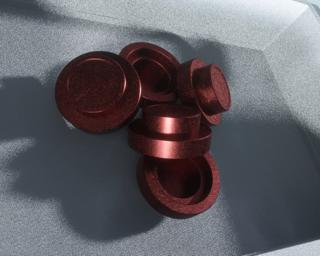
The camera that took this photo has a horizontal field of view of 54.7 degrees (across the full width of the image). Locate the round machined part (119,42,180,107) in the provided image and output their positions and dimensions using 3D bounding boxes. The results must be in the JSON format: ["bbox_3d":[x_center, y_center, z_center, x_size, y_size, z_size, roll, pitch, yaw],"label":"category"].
[{"bbox_3d":[-0.017,-0.065,0.422,0.099,0.042,0.098,14,56,-21],"label":"round machined part"}]

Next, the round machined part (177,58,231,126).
[{"bbox_3d":[0.066,-0.051,0.430,0.098,0.042,0.098,33,49,-48],"label":"round machined part"}]

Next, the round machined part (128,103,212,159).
[{"bbox_3d":[0.012,-0.002,0.363,0.099,0.098,0.042,-7,110,-31],"label":"round machined part"}]

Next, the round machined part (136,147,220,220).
[{"bbox_3d":[0.018,0.059,0.366,0.099,0.042,0.098,14,56,-21],"label":"round machined part"}]

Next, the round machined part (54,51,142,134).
[{"bbox_3d":[-0.071,-0.044,0.353,0.099,0.042,0.098,0,76,0],"label":"round machined part"}]
